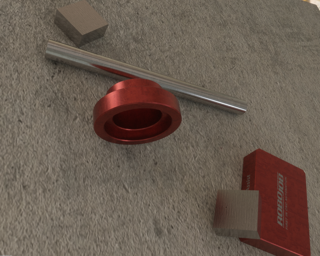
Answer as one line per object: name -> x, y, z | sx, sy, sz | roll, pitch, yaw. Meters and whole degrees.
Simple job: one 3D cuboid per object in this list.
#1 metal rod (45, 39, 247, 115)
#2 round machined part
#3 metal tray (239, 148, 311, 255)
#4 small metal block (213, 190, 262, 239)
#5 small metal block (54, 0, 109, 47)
metal rod -> -0.005, -0.066, 0.442 | 0.302, 0.025, 0.025 | 14, 56, -21
round machined part -> -0.027, -0.020, 0.357 | 0.099, 0.097, 0.042 | 5, 59, -26
metal tray -> 0.157, 0.102, 0.425 | 0.090, 0.030, 0.130 | 26, 53, -13
small metal block -> 0.095, 0.104, 0.375 | 0.025, 0.050, 0.050 | 60, 35, -43
small metal block -> -0.110, -0.147, 0.435 | 0.050, 0.025, 0.050 | 46, 51, 3
